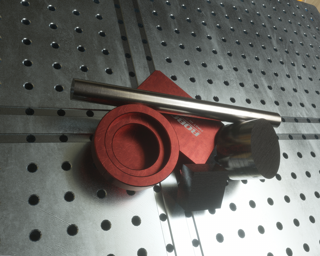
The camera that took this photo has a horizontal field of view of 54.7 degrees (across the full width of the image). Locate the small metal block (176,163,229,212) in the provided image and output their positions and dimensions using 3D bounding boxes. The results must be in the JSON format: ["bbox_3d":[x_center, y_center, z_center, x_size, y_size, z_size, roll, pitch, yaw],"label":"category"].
[{"bbox_3d":[0.051,0.071,0.377,0.050,0.025,0.050,3,104,-28],"label":"small metal block"}]

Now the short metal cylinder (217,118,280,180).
[{"bbox_3d":[0.122,0.030,0.422,0.081,0.050,0.080,12,73,-43],"label":"short metal cylinder"}]

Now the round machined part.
[{"bbox_3d":[-0.031,0.025,0.361,0.099,0.042,0.098,9,65,-19],"label":"round machined part"}]

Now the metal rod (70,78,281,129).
[{"bbox_3d":[0.039,-0.027,0.407,0.302,0.025,0.025,7,59,-25],"label":"metal rod"}]

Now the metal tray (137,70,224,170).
[{"bbox_3d":[0.018,-0.010,0.424,0.130,0.030,0.090,40,51,-2],"label":"metal tray"}]
